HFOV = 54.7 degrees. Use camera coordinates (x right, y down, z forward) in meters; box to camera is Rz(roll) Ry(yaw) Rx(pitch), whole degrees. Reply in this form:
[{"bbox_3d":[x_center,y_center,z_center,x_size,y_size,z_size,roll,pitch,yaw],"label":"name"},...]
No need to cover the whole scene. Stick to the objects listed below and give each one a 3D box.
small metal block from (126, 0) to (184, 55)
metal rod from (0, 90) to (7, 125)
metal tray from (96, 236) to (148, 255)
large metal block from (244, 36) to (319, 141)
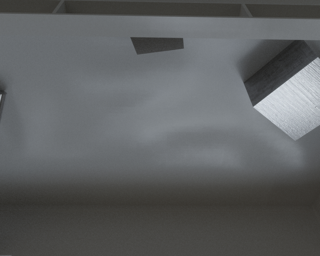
[{"bbox_3d":[-0.003,-0.099,0.309,0.050,0.025,0.050,-6,165,5],"label":"small metal block"},{"bbox_3d":[-0.245,0.093,0.404,0.025,0.025,0.298,16,103,-14],"label":"metal rod"},{"bbox_3d":[-0.070,0.276,0.642,0.090,0.030,0.129,-7,130,5],"label":"metal tray"},{"bbox_3d":[0.159,-0.043,0.359,0.080,0.050,0.080,33,123,-25],"label":"large metal block"}]
